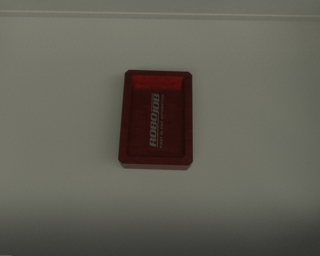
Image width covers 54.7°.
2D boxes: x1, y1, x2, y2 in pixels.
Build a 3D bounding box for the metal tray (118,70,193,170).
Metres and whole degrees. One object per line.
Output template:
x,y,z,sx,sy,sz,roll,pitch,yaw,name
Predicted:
-0.004,-0.012,0.408,0.091,0.030,0.130,2,70,0,metal tray
